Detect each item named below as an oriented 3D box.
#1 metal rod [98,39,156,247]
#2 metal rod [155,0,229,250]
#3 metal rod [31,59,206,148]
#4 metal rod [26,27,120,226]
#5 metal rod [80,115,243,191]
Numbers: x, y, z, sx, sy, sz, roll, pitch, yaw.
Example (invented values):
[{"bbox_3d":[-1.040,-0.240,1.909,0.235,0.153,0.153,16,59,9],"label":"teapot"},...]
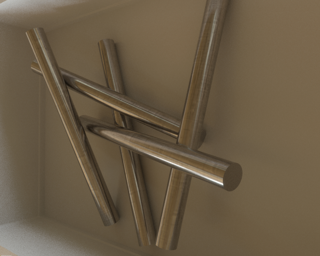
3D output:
[{"bbox_3d":[-0.049,0.013,0.444,0.025,0.025,0.299,-21,77,38],"label":"metal rod"},{"bbox_3d":[0.038,-0.016,0.346,0.025,0.025,0.298,11,88,39],"label":"metal rod"},{"bbox_3d":[-0.074,-0.043,0.432,0.300,0.025,0.025,25,106,26],"label":"metal rod"},{"bbox_3d":[-0.124,0.002,0.451,0.025,0.025,0.298,-16,97,38],"label":"metal rod"},{"bbox_3d":[-0.030,0.016,0.376,0.300,0.025,0.025,15,100,51],"label":"metal rod"}]
